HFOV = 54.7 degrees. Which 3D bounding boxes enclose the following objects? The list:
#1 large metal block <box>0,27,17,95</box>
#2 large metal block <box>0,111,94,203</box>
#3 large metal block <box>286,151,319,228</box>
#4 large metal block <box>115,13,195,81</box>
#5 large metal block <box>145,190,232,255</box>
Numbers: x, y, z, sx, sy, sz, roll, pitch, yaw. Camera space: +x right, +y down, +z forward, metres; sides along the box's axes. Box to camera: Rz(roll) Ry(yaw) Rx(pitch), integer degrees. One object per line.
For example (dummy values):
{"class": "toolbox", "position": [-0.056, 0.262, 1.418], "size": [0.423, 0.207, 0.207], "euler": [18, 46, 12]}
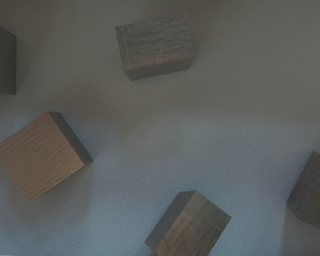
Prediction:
{"class": "large metal block", "position": [-0.221, -0.085, 0.382], "size": [0.050, 0.080, 0.080], "euler": [1, 90, 0]}
{"class": "large metal block", "position": [-0.146, 0.035, 0.398], "size": [0.080, 0.050, 0.080], "euler": [-34, 90, 0]}
{"class": "large metal block", "position": [0.223, 0.086, 0.393], "size": [0.080, 0.050, 0.080], "euler": [21, 102, 0]}
{"class": "large metal block", "position": [-0.006, -0.096, 0.384], "size": [0.080, 0.080, 0.050], "euler": [-12, 90, 0]}
{"class": "large metal block", "position": [0.030, 0.124, 0.374], "size": [0.050, 0.080, 0.080], "euler": [38, 73, 0]}
